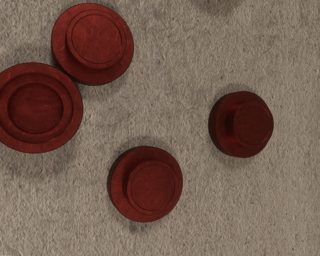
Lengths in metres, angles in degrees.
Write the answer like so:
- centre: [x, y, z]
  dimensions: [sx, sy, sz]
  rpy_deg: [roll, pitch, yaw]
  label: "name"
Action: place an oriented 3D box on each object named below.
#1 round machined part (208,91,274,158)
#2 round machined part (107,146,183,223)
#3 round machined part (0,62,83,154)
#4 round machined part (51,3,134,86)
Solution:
- centre: [0.123, -0.005, 0.447]
  dimensions: [0.099, 0.042, 0.097]
  rpy_deg: [0, 90, -21]
  label: "round machined part"
- centre: [-0.015, 0.072, 0.396]
  dimensions: [0.099, 0.042, 0.097]
  rpy_deg: [0, 90, -21]
  label: "round machined part"
- centre: [-0.139, -0.021, 0.349]
  dimensions: [0.099, 0.042, 0.097]
  rpy_deg: [0, 90, -21]
  label: "round machined part"
- centre: [-0.078, -0.101, 0.371]
  dimensions: [0.099, 0.042, 0.097]
  rpy_deg: [0, 90, -21]
  label: "round machined part"
